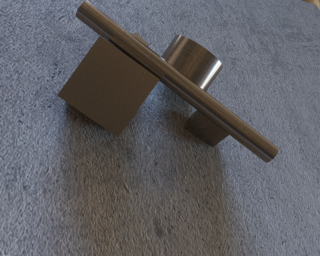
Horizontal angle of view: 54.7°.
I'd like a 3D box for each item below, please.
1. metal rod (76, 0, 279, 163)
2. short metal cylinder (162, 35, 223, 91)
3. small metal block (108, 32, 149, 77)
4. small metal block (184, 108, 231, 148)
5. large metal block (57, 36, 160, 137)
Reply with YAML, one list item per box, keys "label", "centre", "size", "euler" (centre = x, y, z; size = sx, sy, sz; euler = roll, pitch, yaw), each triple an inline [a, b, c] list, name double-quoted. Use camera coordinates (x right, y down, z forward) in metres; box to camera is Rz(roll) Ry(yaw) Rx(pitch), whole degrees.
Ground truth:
- label: "metal rod"
  centre: [0.025, -0.056, 0.390]
  size: [0.301, 0.025, 0.025]
  euler: [37, 51, -4]
- label: "short metal cylinder"
  centre: [0.041, -0.087, 0.439]
  size: [0.080, 0.080, 0.050]
  euler: [34, 93, -7]
- label: "small metal block"
  centre: [-0.048, -0.096, 0.424]
  size: [0.025, 0.050, 0.050]
  euler: [44, 51, 1]
- label: "small metal block"
  centre: [0.070, -0.006, 0.429]
  size: [0.050, 0.050, 0.025]
  euler: [35, 51, -5]
- label: "large metal block"
  centre: [-0.058, -0.047, 0.365]
  size: [0.080, 0.050, 0.080]
  euler: [35, 91, -6]
